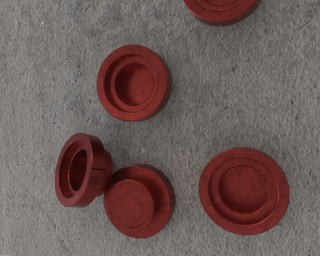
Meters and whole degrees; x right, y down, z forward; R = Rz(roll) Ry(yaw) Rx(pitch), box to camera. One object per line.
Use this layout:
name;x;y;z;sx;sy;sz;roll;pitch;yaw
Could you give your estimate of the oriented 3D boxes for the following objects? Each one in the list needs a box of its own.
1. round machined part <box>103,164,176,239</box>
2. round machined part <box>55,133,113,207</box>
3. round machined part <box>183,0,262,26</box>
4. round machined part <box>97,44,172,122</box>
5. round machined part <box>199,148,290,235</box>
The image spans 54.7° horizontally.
round machined part;-0.032;0.099;0.411;0.098;0.042;0.097;0;90;20
round machined part;-0.100;0.058;0.420;0.098;0.042;0.098;-19;64;43
round machined part;0.077;-0.171;0.373;0.098;0.042;0.097;0;90;20
round machined part;-0.031;-0.057;0.411;0.098;0.042;0.097;0;90;20
round machined part;0.099;0.071;0.365;0.098;0.042;0.097;0;90;20
